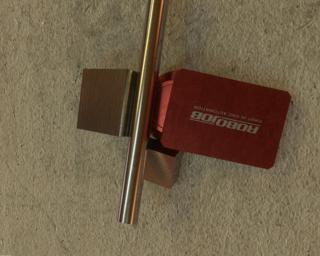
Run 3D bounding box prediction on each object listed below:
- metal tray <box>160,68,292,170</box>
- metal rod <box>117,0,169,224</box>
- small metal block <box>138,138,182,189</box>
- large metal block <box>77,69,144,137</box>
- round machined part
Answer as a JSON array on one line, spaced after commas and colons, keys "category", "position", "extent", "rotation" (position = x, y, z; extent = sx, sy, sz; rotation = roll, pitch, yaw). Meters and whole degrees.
[{"category": "metal tray", "position": [0.073, -0.011, 0.358], "extent": [0.131, 0.030, 0.089], "rotation": [12, 95, -1]}, {"category": "metal rod", "position": [-0.018, -0.036, 0.372], "extent": [0.025, 0.025, 0.298], "rotation": [8, 91, 20]}, {"category": "small metal block", "position": [-0.002, 0.045, 0.400], "extent": [0.050, 0.025, 0.050], "rotation": [17, 121, 19]}, {"category": "large metal block", "position": [-0.059, -0.033, 0.406], "extent": [0.080, 0.050, 0.079], "rotation": [9, 93, 38]}, {"category": "round machined part", "position": [0.022, -0.025, 0.393], "extent": [0.098, 0.042, 0.097], "rotation": [0, 90, 20]}]
